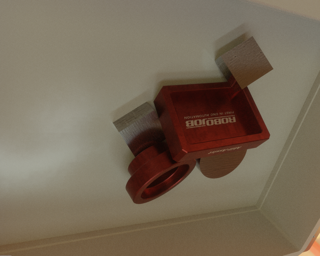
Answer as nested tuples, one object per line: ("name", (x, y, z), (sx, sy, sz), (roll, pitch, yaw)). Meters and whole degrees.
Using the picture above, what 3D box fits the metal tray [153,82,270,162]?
("metal tray", (0.067, -0.012, 0.396), (0.131, 0.090, 0.030), (-7, 156, -25))

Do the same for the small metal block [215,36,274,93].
("small metal block", (0.109, -0.082, 0.403), (0.050, 0.025, 0.050), (-33, 91, -7))

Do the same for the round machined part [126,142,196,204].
("round machined part", (-0.003, 0.056, 0.416), (0.099, 0.042, 0.098), (-29, 155, -15))

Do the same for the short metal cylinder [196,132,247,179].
("short metal cylinder", (0.080, 0.027, 0.455), (0.081, 0.050, 0.079), (-14, 125, -21))

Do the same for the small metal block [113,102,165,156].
("small metal block", (-0.024, 0.003, 0.399), (0.050, 0.025, 0.050), (-33, 129, -7))
